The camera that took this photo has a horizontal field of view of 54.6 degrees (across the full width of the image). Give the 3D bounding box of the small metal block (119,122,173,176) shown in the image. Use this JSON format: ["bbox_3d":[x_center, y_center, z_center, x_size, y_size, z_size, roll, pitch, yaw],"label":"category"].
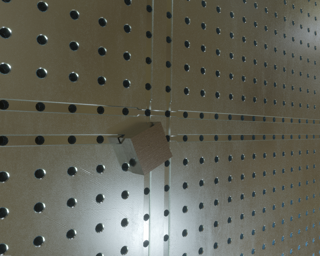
[{"bbox_3d":[-0.017,0.025,0.394,0.050,0.025,0.050,-30,109,-36],"label":"small metal block"}]
